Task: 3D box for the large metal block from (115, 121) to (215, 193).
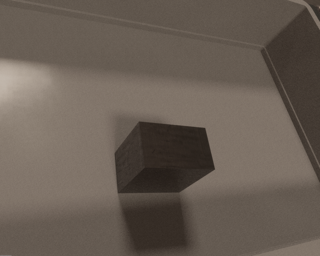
[{"bbox_3d":[0.001,0.037,0.350,0.081,0.080,0.050,5,60,-26],"label":"large metal block"}]
